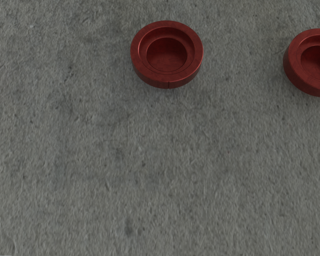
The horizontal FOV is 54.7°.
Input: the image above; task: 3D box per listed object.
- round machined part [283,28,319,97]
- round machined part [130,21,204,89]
[{"bbox_3d":[0.221,-0.086,0.433,0.099,0.042,0.098,0,70,-1],"label":"round machined part"},{"bbox_3d":[0.009,-0.098,0.435,0.099,0.042,0.098,0,70,-1],"label":"round machined part"}]
